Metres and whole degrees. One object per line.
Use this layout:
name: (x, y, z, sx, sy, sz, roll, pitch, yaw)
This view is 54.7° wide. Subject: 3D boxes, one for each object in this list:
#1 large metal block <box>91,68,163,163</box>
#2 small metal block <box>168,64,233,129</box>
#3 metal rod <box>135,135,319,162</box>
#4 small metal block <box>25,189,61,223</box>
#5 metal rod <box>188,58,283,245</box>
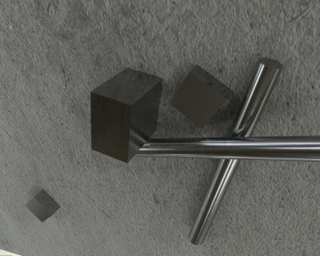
large metal block: (-0.040, -0.018, 0.380, 0.050, 0.080, 0.079, 19, 126, 16)
small metal block: (0.046, -0.036, 0.359, 0.050, 0.025, 0.050, 37, 129, 2)
metal rod: (0.051, 0.024, 0.366, 0.300, 0.025, 0.025, -2, 118, 38)
small metal block: (-0.238, 0.158, 0.627, 0.050, 0.025, 0.050, 48, 128, -6)
metal rod: (0.083, 0.053, 0.395, 0.025, 0.025, 0.298, 23, 127, 14)
